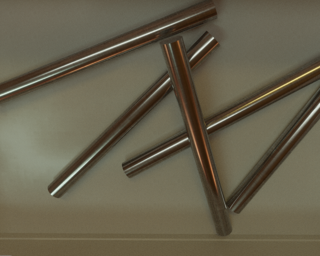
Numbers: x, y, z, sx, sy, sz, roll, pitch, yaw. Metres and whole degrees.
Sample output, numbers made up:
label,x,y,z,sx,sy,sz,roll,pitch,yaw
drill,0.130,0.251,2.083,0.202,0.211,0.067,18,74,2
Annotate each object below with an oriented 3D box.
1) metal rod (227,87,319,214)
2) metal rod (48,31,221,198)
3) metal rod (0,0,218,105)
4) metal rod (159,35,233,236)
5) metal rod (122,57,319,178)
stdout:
label,x,y,z,sx,sy,sz,roll,pitch,yaw
metal rod,0.187,-0.002,0.413,0.025,0.025,0.299,31,107,-11
metal rod,-0.043,-0.009,0.407,0.299,0.025,0.025,-43,105,13
metal rod,-0.078,-0.088,0.377,0.301,0.025,0.025,-20,109,6
metal rod,0.054,0.031,0.398,0.025,0.025,0.298,-16,119,5
metal rod,0.084,-0.012,0.408,0.301,0.025,0.025,-29,108,9
